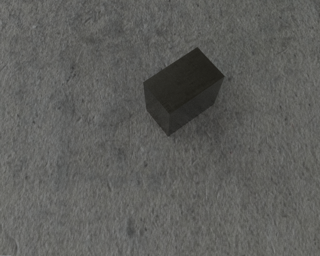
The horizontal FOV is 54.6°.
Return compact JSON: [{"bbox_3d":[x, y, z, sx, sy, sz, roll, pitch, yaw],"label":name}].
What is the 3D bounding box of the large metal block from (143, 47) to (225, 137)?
[{"bbox_3d":[0.028,-0.043,0.395,0.080,0.080,0.050,-35,74,-12],"label":"large metal block"}]
